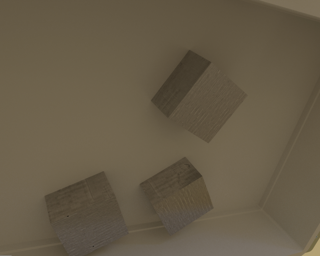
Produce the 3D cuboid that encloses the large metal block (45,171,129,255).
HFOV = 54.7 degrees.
[{"bbox_3d":[-0.095,0.116,0.412,0.081,0.050,0.080,-22,127,-15],"label":"large metal block"}]

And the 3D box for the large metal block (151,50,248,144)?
[{"bbox_3d":[0.050,-0.038,0.396,0.080,0.050,0.080,31,101,-38],"label":"large metal block"}]

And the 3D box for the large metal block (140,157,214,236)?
[{"bbox_3d":[0.027,0.104,0.472,0.080,0.050,0.080,-30,129,-9],"label":"large metal block"}]
